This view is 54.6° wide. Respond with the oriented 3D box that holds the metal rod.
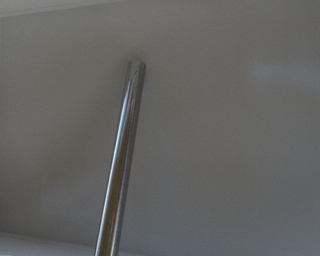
[{"bbox_3d":[-0.047,0.051,0.363,0.025,0.025,0.299,-3,64,20],"label":"metal rod"}]
